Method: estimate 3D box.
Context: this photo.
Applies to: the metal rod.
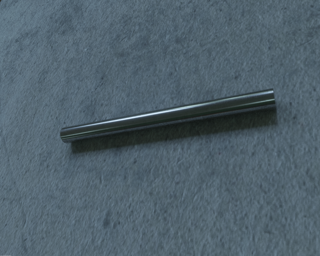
[{"bbox_3d":[-0.005,-0.011,0.412,0.301,0.025,0.025,-9,58,22],"label":"metal rod"}]
